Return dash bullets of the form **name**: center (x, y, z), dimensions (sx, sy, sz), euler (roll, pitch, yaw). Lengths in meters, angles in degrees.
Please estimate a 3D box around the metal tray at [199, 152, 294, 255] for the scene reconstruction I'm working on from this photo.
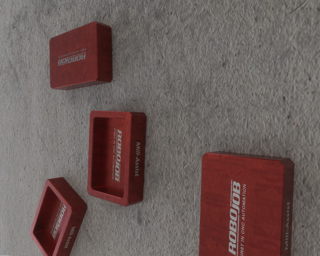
- **metal tray**: center (0.089, 0.093, 0.328), dimensions (0.090, 0.030, 0.129), euler (3, 92, 40)

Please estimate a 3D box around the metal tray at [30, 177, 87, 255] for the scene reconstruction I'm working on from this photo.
- **metal tray**: center (-0.184, 0.166, 0.554), dimensions (0.090, 0.030, 0.129), euler (36, 112, 34)

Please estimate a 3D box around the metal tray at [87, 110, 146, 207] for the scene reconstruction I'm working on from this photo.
- **metal tray**: center (-0.065, 0.040, 0.455), dimensions (0.090, 0.030, 0.129), euler (4, 93, 40)

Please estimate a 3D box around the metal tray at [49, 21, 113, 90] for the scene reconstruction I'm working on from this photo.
- **metal tray**: center (-0.134, -0.114, 0.512), dimensions (0.130, 0.030, 0.089), euler (-2, 89, 40)
